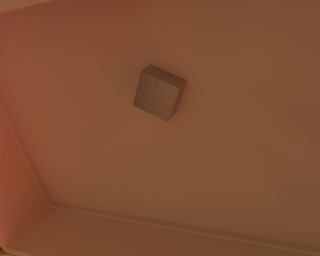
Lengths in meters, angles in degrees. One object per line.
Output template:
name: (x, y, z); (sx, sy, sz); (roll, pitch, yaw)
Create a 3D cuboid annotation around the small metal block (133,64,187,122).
small metal block: (-0.001, -0.043, 0.381); (0.050, 0.025, 0.050); (26, 128, 11)
